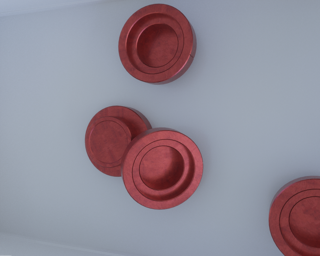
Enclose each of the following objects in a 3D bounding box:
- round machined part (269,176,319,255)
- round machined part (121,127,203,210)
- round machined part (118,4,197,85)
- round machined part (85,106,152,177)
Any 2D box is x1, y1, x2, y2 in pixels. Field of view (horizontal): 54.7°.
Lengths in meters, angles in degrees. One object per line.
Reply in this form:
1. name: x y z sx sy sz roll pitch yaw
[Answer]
1. round machined part: 0.172 0.101 0.341 0.098 0.042 0.097 0 90 19
2. round machined part: 0.000 0.047 0.385 0.099 0.042 0.097 -2 100 -14
3. round machined part: 0.000 -0.104 0.401 0.098 0.042 0.097 0 90 19
4. round machined part: -0.061 0.018 0.422 0.098 0.042 0.097 0 90 19
